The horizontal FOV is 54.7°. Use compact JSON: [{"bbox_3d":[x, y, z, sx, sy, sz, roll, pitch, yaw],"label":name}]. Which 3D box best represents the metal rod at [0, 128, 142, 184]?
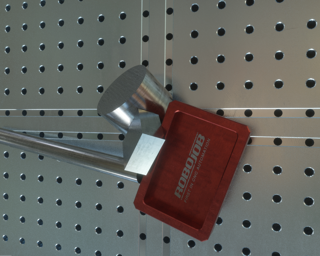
[{"bbox_3d":[-0.147,0.030,0.432,0.300,0.025,0.025,10,93,30],"label":"metal rod"}]

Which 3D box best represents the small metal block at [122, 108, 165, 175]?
[{"bbox_3d":[-0.020,0.015,0.342,0.025,0.050,0.050,17,119,-20],"label":"small metal block"}]

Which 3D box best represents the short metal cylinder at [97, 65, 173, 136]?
[{"bbox_3d":[-0.032,-0.032,0.387,0.080,0.080,0.050,-36,121,16],"label":"short metal cylinder"}]

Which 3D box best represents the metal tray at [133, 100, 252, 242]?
[{"bbox_3d":[0.035,0.044,0.341,0.090,0.030,0.129,22,97,18],"label":"metal tray"}]

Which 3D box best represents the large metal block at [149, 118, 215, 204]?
[{"bbox_3d":[0.015,0.035,0.392,0.080,0.050,0.080,-37,79,16],"label":"large metal block"}]
